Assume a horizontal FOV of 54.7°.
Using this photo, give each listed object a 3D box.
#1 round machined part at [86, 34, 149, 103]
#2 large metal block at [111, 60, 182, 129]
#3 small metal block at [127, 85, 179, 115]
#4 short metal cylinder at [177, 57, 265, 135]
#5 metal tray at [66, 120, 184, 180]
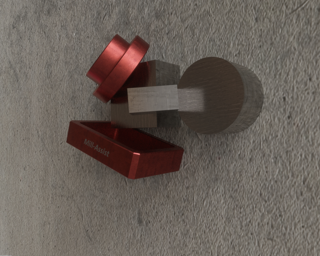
[{"bbox_3d":[-0.060,-0.084,0.408,0.042,0.098,0.098,37,122,-15],"label":"round machined part"},{"bbox_3d":[-0.019,-0.040,0.407,0.080,0.050,0.080,-2,89,40],"label":"large metal block"},{"bbox_3d":[-0.007,-0.029,0.337,0.050,0.050,0.025,-5,89,-2],"label":"small metal block"},{"bbox_3d":[0.065,-0.033,0.338,0.080,0.050,0.080,0,90,40],"label":"short metal cylinder"},{"bbox_3d":[-0.046,0.022,0.402,0.130,0.091,0.030,22,104,38],"label":"metal tray"}]
